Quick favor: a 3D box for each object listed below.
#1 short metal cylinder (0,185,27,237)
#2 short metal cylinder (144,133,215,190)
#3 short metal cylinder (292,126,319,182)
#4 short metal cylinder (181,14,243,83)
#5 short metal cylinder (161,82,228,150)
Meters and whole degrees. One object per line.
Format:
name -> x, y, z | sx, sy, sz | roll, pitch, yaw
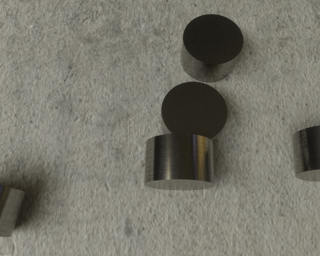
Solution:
short metal cylinder -> -0.199, 0.087, 0.345 | 0.080, 0.080, 0.050 | 11, 71, 3
short metal cylinder -> 0.023, 0.043, 0.364 | 0.081, 0.080, 0.050 | 1, 71, 0
short metal cylinder -> 0.203, 0.032, 0.370 | 0.081, 0.080, 0.050 | 3, 70, 1
short metal cylinder -> 0.071, -0.111, 0.436 | 0.081, 0.050, 0.080 | 0, 70, 0
short metal cylinder -> 0.042, -0.013, 0.400 | 0.081, 0.050, 0.080 | 0, 70, -1
